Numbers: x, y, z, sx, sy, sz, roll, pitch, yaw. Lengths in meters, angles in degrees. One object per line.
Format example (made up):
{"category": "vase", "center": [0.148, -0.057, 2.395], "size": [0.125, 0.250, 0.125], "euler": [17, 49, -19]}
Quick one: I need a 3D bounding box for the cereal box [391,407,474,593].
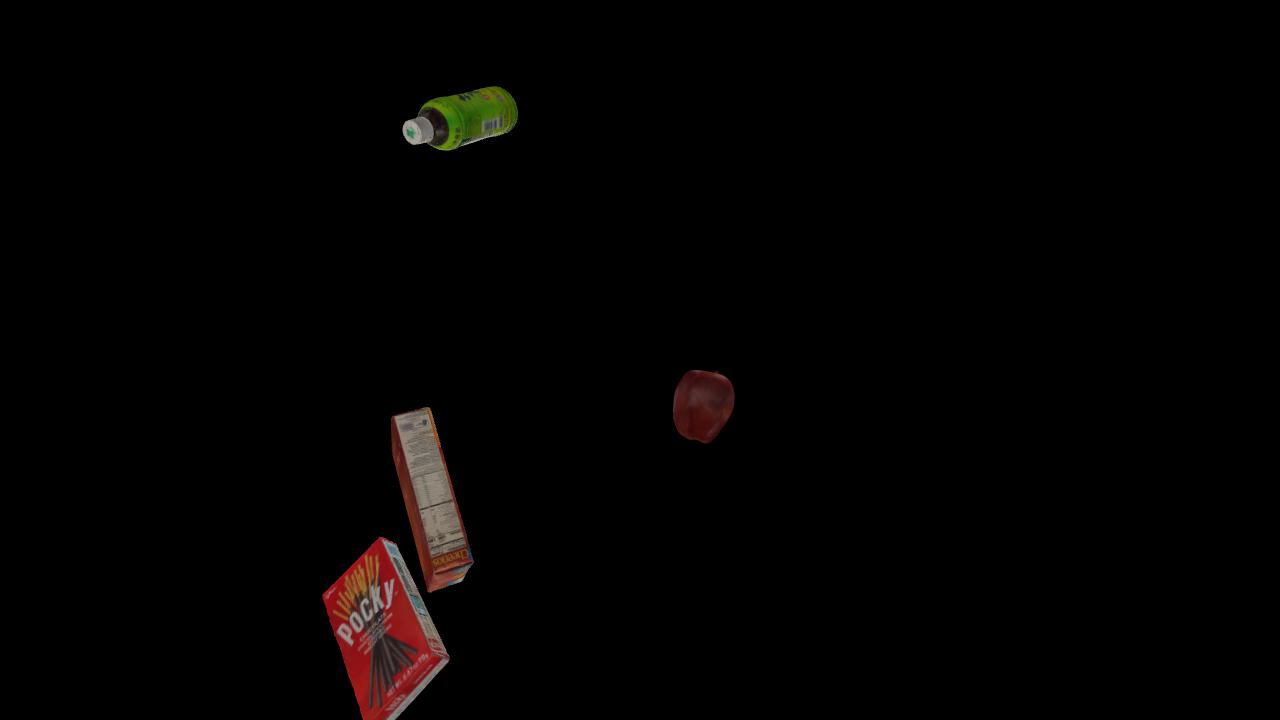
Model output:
{"category": "cereal box", "center": [-0.400, 0.270, 1.170], "size": [0.081, 0.306, 0.203], "euler": [-13, -22, -27]}

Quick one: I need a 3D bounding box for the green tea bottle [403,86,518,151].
{"category": "green tea bottle", "center": [-0.254, -0.341, 0.874], "size": [0.073, 0.073, 0.212], "euler": [0, 28, 22]}

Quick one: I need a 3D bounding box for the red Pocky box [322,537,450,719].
{"category": "red Pocky box", "center": [-0.242, 0.249, 0.576], "size": [0.155, 0.083, 0.028], "euler": [39, -5, 41]}

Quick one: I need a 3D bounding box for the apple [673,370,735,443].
{"category": "apple", "center": [0.081, 0.056, 0.777], "size": [0.079, 0.093, 0.079], "euler": [17, -11, 3]}
